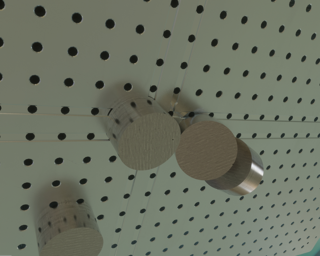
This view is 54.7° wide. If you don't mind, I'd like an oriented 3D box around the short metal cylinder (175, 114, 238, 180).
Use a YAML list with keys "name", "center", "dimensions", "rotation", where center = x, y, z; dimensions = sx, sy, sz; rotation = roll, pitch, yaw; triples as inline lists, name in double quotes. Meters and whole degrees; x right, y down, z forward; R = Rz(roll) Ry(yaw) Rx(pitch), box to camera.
- name: "short metal cylinder"
  center: [0.058, 0.024, 0.421]
  dimensions: [0.081, 0.050, 0.079]
  rotation: [-1, 102, -4]

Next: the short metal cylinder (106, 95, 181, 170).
- name: "short metal cylinder"
  center: [-0.021, 0.006, 0.387]
  dimensions: [0.081, 0.050, 0.079]
  rotation: [-14, 124, -21]

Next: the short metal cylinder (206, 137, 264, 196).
- name: "short metal cylinder"
  center: [0.107, 0.058, 0.465]
  dimensions: [0.080, 0.080, 0.050]
  rotation: [-50, 139, 7]

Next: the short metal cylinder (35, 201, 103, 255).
- name: "short metal cylinder"
  center: [-0.123, 0.147, 0.419]
  dimensions: [0.081, 0.050, 0.079]
  rotation: [-14, 124, -21]
